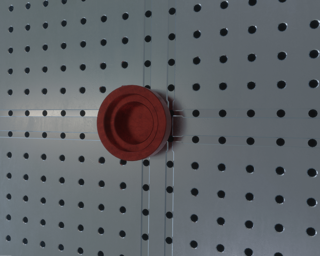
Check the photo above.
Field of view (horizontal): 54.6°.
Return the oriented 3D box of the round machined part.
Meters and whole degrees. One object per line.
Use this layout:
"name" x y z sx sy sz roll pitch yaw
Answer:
"round machined part" -0.031 -0.006 0.415 0.098 0.042 0.097 0 90 20
